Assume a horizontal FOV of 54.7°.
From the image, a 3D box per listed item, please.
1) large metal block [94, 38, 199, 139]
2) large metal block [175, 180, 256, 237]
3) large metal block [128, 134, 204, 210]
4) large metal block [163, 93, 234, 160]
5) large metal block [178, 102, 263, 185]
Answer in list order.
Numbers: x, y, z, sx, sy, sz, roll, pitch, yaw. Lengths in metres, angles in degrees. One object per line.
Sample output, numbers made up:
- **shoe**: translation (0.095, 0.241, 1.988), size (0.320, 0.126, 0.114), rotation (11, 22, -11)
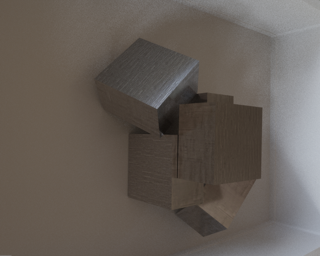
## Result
- **large metal block**: translation (-0.012, -0.047, 0.349), size (0.080, 0.080, 0.050), rotation (-51, 155, -28)
- **large metal block**: translation (0.074, 0.094, 0.421), size (0.050, 0.080, 0.080), rotation (38, 61, 5)
- **large metal block**: translation (0.006, 0.047, 0.374), size (0.050, 0.080, 0.080), rotation (1, 89, -40)
- **large metal block**: translation (0.048, -0.001, 0.407), size (0.050, 0.080, 0.080), rotation (1, 89, -40)
- **large metal block**: translation (0.067, 0.016, 0.340), size (0.081, 0.050, 0.080), rotation (2, 89, -40)
